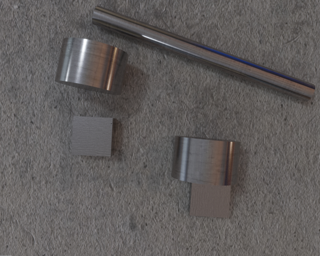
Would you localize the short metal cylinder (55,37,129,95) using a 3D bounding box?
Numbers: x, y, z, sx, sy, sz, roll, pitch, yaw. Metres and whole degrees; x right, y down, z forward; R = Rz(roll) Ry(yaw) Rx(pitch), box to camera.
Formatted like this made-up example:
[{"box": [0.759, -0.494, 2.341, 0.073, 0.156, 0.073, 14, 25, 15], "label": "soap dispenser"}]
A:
[{"box": [-0.083, -0.073, 0.382, 0.080, 0.080, 0.050, 11, 90, 0], "label": "short metal cylinder"}]

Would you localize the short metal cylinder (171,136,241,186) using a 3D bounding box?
[{"box": [0.056, 0.038, 0.383, 0.080, 0.080, 0.050, 5, 90, 0], "label": "short metal cylinder"}]

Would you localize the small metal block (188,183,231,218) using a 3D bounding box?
[{"box": [0.065, 0.089, 0.411, 0.050, 0.025, 0.050, 4, 90, 0], "label": "small metal block"}]

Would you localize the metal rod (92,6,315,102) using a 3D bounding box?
[{"box": [0.057, -0.098, 0.410, 0.301, 0.025, 0.025, 20, 90, 0], "label": "metal rod"}]

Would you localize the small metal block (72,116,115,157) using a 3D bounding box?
[{"box": [-0.087, 0.011, 0.409, 0.050, 0.025, 0.050, 3, 90, 0], "label": "small metal block"}]
